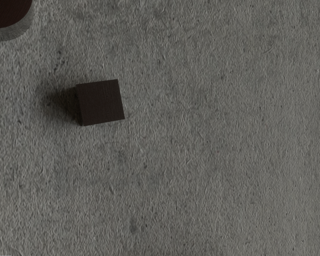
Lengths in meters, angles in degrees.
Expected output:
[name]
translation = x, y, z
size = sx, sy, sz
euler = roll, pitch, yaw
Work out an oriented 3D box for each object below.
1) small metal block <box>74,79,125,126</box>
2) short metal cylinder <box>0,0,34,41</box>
[small metal block]
translation = -0.075, -0.031, 0.382
size = 0.050, 0.025, 0.050
euler = -11, 94, -20
[short metal cylinder]
translation = -0.178, -0.139, 0.330
size = 0.081, 0.050, 0.079
euler = 0, 90, -21
